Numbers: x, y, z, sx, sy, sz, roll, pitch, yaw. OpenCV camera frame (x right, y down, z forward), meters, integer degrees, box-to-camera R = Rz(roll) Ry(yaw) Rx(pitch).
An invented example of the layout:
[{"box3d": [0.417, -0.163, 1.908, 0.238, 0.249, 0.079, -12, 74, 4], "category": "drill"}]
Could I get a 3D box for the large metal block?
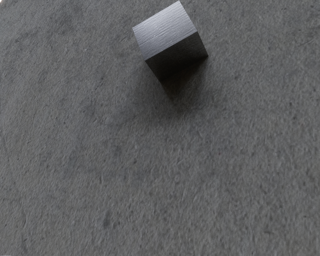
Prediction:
[{"box3d": [0.014, -0.128, 0.458, 0.080, 0.050, 0.080, -27, 53, 10], "category": "large metal block"}]
